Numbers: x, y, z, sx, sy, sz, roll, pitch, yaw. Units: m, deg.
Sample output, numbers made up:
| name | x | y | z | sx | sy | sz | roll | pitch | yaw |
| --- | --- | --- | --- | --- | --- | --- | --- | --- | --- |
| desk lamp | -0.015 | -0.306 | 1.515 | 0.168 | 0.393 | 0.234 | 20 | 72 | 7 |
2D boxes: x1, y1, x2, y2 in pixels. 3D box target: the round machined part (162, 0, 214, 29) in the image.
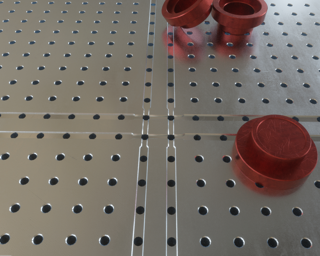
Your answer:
| name | x | y | z | sx | sy | sz | roll | pitch | yaw |
| --- | --- | --- | --- | --- | --- | --- | --- | --- | --- |
| round machined part | 0.055 | -0.221 | 0.564 | 0.098 | 0.042 | 0.098 | -21 | 48 | 26 |

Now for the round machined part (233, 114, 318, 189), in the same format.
| name | x | y | z | sx | sy | sz | roll | pitch | yaw |
| --- | --- | --- | --- | --- | --- | --- | --- | --- | --- |
| round machined part | 0.142 | 0.022 | 0.379 | 0.099 | 0.042 | 0.098 | 0 | 50 | 0 |

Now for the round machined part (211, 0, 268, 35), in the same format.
| name | x | y | z | sx | sy | sz | roll | pitch | yaw |
| --- | --- | --- | --- | --- | --- | --- | --- | --- | --- |
| round machined part | 0.144 | -0.209 | 0.573 | 0.099 | 0.042 | 0.098 | 0 | 50 | 0 |
